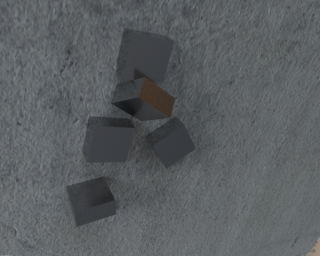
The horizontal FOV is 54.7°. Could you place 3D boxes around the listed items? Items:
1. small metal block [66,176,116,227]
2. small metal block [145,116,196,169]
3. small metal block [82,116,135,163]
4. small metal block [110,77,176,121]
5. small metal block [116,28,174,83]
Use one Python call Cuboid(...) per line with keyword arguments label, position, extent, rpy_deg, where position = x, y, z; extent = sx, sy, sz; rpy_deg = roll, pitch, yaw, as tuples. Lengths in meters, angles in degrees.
Cuboid(label="small metal block", position=(-0.089, 0.094, 0.401), extent=(0.050, 0.050, 0.025), rpy_deg=(-12, 124, -22))
Cuboid(label="small metal block", position=(0.015, 0.020, 0.430), extent=(0.050, 0.025, 0.050), rpy_deg=(-34, 129, -7))
Cuboid(label="small metal block", position=(-0.064, 0.015, 0.382), extent=(0.050, 0.025, 0.050), rpy_deg=(3, 117, -30))
Cuboid(label="small metal block", position=(-0.019, -0.031, 0.359), extent=(0.050, 0.050, 0.025), rpy_deg=(31, 65, -39))
Cuboid(label="small metal block", position=(-0.018, -0.081, 0.349), extent=(0.050, 0.025, 0.050), rpy_deg=(1, 118, -29))
